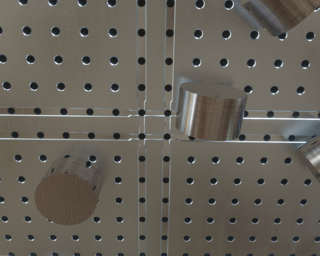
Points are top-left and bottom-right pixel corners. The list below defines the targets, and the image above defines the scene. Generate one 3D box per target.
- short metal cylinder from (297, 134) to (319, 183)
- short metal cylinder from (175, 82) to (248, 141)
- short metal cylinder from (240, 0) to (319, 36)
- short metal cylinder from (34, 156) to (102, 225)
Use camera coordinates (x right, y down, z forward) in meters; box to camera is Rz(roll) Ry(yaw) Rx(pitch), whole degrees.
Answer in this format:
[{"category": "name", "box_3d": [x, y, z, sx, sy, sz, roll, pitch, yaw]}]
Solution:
[{"category": "short metal cylinder", "box_3d": [0.226, 0.046, 0.404, 0.050, 0.080, 0.080, -36, 107, 12]}, {"category": "short metal cylinder", "box_3d": [0.061, -0.023, 0.377, 0.081, 0.080, 0.050, 5, 110, -3]}, {"category": "short metal cylinder", "box_3d": [0.134, -0.146, 0.332, 0.050, 0.080, 0.080, 40, 105, -14]}, {"category": "short metal cylinder", "box_3d": [-0.124, 0.086, 0.430, 0.081, 0.050, 0.079, -1, 110, -2]}]
